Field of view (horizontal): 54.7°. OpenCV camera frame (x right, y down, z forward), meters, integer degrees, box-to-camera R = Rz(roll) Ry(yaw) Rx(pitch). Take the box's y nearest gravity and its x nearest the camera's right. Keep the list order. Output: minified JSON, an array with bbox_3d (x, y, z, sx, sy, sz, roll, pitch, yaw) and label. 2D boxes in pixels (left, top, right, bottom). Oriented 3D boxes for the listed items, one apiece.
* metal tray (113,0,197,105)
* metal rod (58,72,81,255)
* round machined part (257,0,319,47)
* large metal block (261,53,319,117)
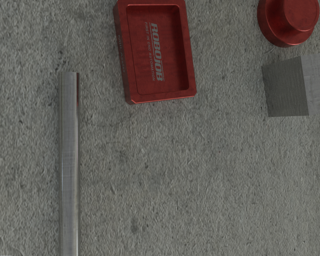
[{"bbox_3d":[-0.006,-0.100,0.404,0.091,0.030,0.129,-9,93,-20],"label":"metal tray"},{"bbox_3d":[-0.108,0.084,0.369,0.025,0.025,0.298,0,90,-20],"label":"metal rod"},{"bbox_3d":[0.203,-0.177,0.475,0.099,0.042,0.097,0,90,-20],"label":"round machined part"},{"bbox_3d":[0.201,-0.060,0.454,0.050,0.080,0.080,-11,94,-20],"label":"large metal block"}]
